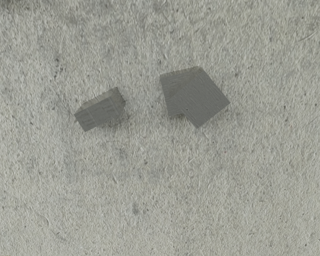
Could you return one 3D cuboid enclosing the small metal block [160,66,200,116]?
[{"bbox_3d":[0.030,-0.047,0.393,0.050,0.025,0.050,-12,110,4],"label":"small metal block"}]

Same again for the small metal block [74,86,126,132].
[{"bbox_3d":[-0.073,-0.025,0.387,0.050,0.050,0.025,-25,108,9],"label":"small metal block"}]

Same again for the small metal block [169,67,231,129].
[{"bbox_3d":[0.047,-0.036,0.370,0.050,0.025,0.050,-39,106,13],"label":"small metal block"}]
